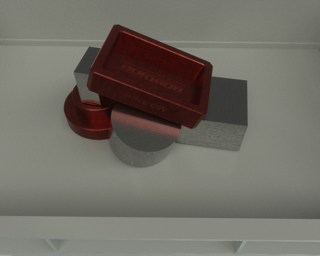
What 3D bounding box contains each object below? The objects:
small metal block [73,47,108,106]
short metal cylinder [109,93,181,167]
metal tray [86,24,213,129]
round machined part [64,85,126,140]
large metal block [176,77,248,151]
[{"bbox_3d":[-0.081,-0.064,0.385,0.025,0.050,0.050,10,51,8],"label":"small metal block"},{"bbox_3d":[-0.020,0.001,0.371,0.081,0.050,0.080,6,63,-11],"label":"short metal cylinder"},{"bbox_3d":[-0.007,-0.061,0.359,0.131,0.030,0.090,20,50,-8],"label":"metal tray"},{"bbox_3d":[-0.081,-0.035,0.420,0.099,0.042,0.098,0,50,0],"label":"round machined part"},{"bbox_3d":[0.068,-0.022,0.404,0.080,0.050,0.080,8,50,6],"label":"large metal block"}]
